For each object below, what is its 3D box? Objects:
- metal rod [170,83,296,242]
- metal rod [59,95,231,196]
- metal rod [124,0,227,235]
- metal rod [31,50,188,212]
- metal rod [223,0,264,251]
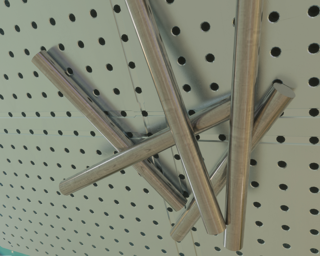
[{"bbox_3d":[0.078,0.067,0.411,0.025,0.025,0.298,31,129,8],"label":"metal rod"},{"bbox_3d":[-0.032,0.035,0.421,0.299,0.025,0.025,-27,104,28],"label":"metal rod"},{"bbox_3d":[0.018,-0.017,0.354,0.025,0.025,0.299,-14,100,34],"label":"metal rod"},{"bbox_3d":[-0.070,0.007,0.453,0.300,0.025,0.025,47,129,-5],"label":"metal rod"},{"bbox_3d":[0.088,0.008,0.339,0.025,0.025,0.298,8,113,24],"label":"metal rod"}]
